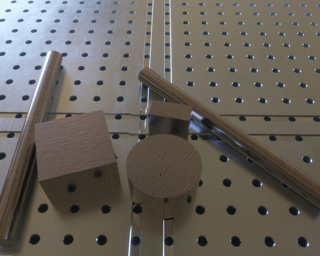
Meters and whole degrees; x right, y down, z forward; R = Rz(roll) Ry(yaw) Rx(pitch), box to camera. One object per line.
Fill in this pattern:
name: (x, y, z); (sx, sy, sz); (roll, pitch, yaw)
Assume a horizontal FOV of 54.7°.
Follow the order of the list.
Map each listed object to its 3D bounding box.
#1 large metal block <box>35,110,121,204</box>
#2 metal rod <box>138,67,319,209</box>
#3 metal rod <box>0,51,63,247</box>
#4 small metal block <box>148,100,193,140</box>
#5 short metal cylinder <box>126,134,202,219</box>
large metal block: (-0.096, 0.032, 0.364); (0.081, 0.050, 0.080); (-13, 51, -11)
metal rod: (0.081, 0.000, 0.408); (0.025, 0.025, 0.300); (-37, 60, -27)
metal rod: (-0.166, -0.001, 0.405); (0.025, 0.025, 0.300); (-1, 50, -2)
small metal block: (0.013, -0.006, 0.397); (0.050, 0.050, 0.025); (10, 51, 8)
short metal cylinder: (0.004, 0.053, 0.347); (0.081, 0.050, 0.080); (0, 50, 0)
